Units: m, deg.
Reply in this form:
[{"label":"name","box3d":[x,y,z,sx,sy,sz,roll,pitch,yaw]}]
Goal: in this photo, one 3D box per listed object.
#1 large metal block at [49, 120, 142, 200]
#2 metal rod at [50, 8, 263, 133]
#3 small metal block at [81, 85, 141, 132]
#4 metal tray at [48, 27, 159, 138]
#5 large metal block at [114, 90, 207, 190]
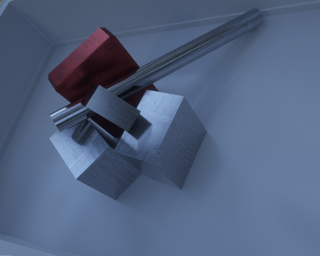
[{"label":"large metal block","box3d":[-0.079,0.035,0.389,0.050,0.080,0.080,-45,51,-3]},{"label":"metal rod","box3d":[0.007,-0.079,0.390,0.302,0.025,0.025,-30,50,-14]},{"label":"small metal block","box3d":[-0.055,-0.023,0.334,0.025,0.050,0.050,-59,21,-4]},{"label":"metal tray","box3d":[-0.064,-0.052,0.399,0.090,0.130,0.030,-43,50,0]},{"label":"large metal block","box3d":[0.005,0.014,0.357,0.050,0.080,0.080,14,69,33]}]
